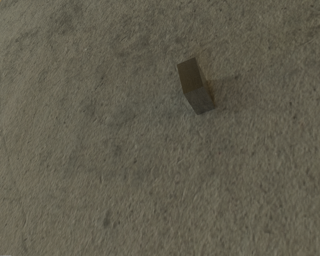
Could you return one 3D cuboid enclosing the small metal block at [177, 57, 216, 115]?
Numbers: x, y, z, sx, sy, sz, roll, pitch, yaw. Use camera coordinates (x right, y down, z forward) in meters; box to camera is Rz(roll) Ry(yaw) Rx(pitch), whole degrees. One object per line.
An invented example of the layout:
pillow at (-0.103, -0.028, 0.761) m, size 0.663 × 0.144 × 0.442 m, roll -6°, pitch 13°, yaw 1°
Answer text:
small metal block at (0.046, -0.053, 0.395) m, size 0.025 × 0.050 × 0.050 m, roll -21°, pitch 54°, yaw 16°
